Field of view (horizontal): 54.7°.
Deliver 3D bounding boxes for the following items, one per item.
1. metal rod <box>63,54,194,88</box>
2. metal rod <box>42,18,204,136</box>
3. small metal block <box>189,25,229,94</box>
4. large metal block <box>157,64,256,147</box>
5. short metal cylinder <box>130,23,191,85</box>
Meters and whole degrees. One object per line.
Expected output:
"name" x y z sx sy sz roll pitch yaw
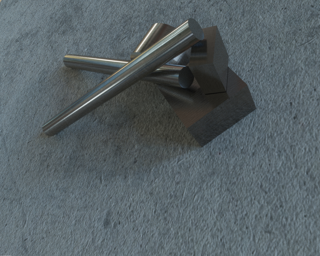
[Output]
"metal rod" -0.068 -0.090 0.458 0.300 0.025 0.025 19 71 47
"metal rod" -0.070 -0.049 0.402 0.299 0.025 0.025 -25 50 38
"small metal block" 0.055 -0.073 0.336 0.025 0.050 0.050 -4 60 26
"large metal block" 0.056 -0.038 0.380 0.080 0.050 0.080 -36 51 5
"short metal cylinder" 0.007 -0.096 0.426 0.080 0.080 0.050 23 74 36
